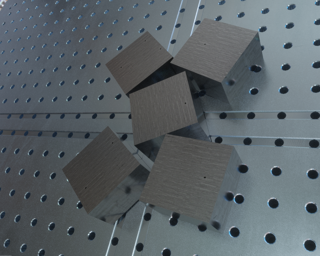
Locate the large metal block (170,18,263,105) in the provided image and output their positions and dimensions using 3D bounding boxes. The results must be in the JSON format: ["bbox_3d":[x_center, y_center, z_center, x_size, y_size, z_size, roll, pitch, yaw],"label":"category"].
[{"bbox_3d":[0.075,-0.089,0.407,0.080,0.050,0.080,30,78,35],"label":"large metal block"}]

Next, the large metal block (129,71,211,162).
[{"bbox_3d":[0.011,-0.014,0.395,0.080,0.050,0.080,-20,54,16],"label":"large metal block"}]

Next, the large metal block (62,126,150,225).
[{"bbox_3d":[-0.063,0.058,0.388,0.080,0.050,0.080,-44,51,-3],"label":"large metal block"}]

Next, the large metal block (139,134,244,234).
[{"bbox_3d":[0.036,0.059,0.338,0.080,0.050,0.080,10,66,32],"label":"large metal block"}]

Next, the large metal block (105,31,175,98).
[{"bbox_3d":[-0.022,-0.083,0.455,0.080,0.050,0.080,-38,50,3],"label":"large metal block"}]
